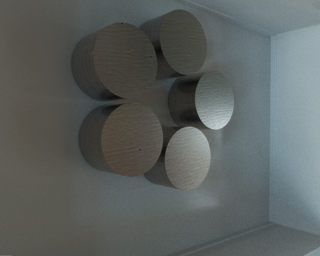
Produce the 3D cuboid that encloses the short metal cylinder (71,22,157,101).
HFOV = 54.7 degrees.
[{"bbox_3d":[-0.050,-0.071,0.346,0.081,0.050,0.080,0,90,-40],"label":"short metal cylinder"}]

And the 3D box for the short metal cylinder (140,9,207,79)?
[{"bbox_3d":[0.015,-0.105,0.399,0.081,0.050,0.080,0,90,-40],"label":"short metal cylinder"}]

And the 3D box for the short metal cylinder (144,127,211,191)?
[{"bbox_3d":[0.020,0.038,0.405,0.081,0.050,0.080,0,90,-40],"label":"short metal cylinder"}]

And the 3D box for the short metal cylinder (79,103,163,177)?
[{"bbox_3d":[-0.043,0.012,0.351,0.081,0.050,0.080,0,90,-40],"label":"short metal cylinder"}]

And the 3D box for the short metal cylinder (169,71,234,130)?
[{"bbox_3d":[0.059,-0.038,0.437,0.081,0.050,0.080,0,90,-40],"label":"short metal cylinder"}]
